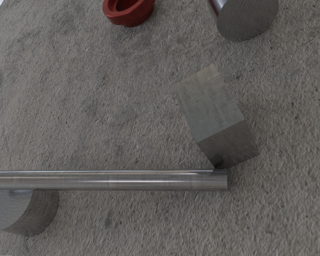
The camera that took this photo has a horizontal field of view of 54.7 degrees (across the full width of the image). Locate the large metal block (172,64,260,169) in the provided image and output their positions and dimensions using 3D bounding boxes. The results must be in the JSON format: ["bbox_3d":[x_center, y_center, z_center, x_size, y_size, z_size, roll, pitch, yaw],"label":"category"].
[{"bbox_3d":[0.062,-0.008,0.341,0.050,0.080,0.080,-28,52,11],"label":"large metal block"}]

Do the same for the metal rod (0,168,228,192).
[{"bbox_3d":[-0.074,0.061,0.366,0.301,0.025,0.025,-2,60,13],"label":"metal rod"}]

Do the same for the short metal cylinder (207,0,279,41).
[{"bbox_3d":[0.109,-0.164,0.412,0.080,0.080,0.050,-22,54,15],"label":"short metal cylinder"}]

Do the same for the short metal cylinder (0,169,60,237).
[{"bbox_3d":[-0.187,0.103,0.422,0.080,0.050,0.080,-13,56,21],"label":"short metal cylinder"}]

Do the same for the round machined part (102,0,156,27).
[{"bbox_3d":[-0.050,-0.220,0.554,0.098,0.042,0.098,-13,56,21],"label":"round machined part"}]
